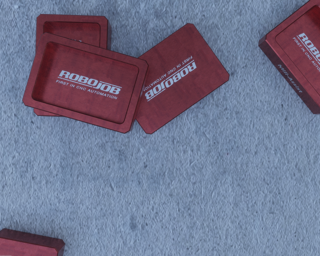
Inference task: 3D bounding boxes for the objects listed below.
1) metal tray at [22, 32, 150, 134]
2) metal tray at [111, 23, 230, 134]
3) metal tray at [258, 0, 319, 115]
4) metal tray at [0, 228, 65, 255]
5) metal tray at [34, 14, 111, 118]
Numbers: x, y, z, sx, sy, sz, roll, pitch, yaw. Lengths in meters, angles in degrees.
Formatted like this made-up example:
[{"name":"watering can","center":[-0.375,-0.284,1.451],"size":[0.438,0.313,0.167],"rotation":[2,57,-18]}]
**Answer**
[{"name":"metal tray","center":[-0.087,-0.053,0.375],"size":[0.131,0.030,0.090],"rotation":[16,90,0]},{"name":"metal tray","center":[0.012,-0.063,0.407],"size":[0.130,0.030,0.090],"rotation":[-35,90,0]},{"name":"metal tray","center":[0.207,-0.093,0.408],"size":[0.090,0.030,0.130],"rotation":[-39,90,0]},{"name":"metal tray","center":[-0.185,0.207,0.406],"size":[0.091,0.030,0.129],"rotation":[11,90,0]},{"name":"metal tray","center":[-0.113,-0.079,0.406],"size":[0.091,0.030,0.129],"rotation":[2,90,0]}]
